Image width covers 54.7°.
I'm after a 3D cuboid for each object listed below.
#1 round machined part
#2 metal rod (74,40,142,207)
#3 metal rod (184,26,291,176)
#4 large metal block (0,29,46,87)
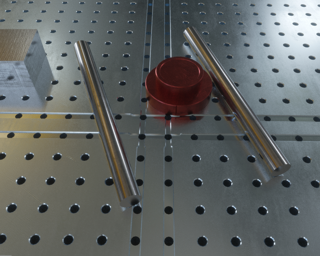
[{"bbox_3d":[0.028,-0.068,0.454,0.099,0.042,0.098,0,50,0],"label":"round machined part"},{"bbox_3d":[-0.082,-0.028,0.429,0.025,0.025,0.299,-15,52,-13],"label":"metal rod"},{"bbox_3d":[0.099,-0.060,0.458,0.025,0.025,0.299,-13,51,-11],"label":"metal rod"},{"bbox_3d":[-0.233,-0.109,0.480,0.081,0.050,0.080,0,50,-1],"label":"large metal block"}]
